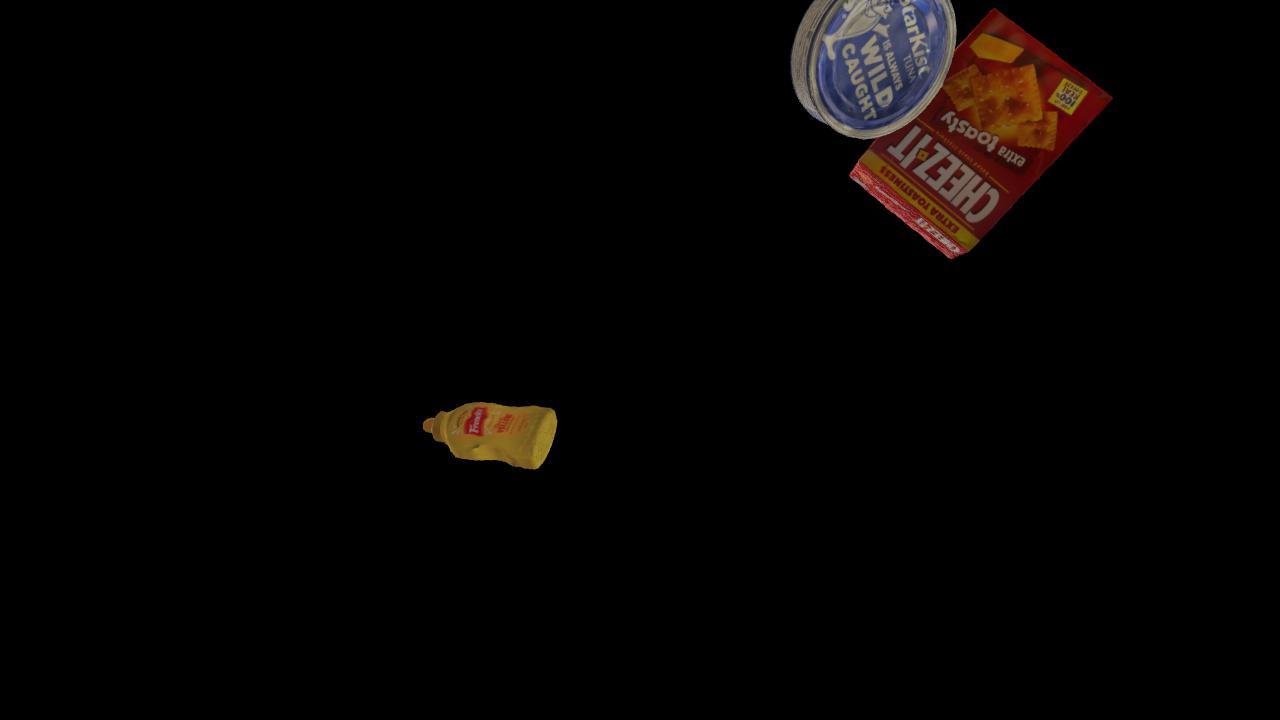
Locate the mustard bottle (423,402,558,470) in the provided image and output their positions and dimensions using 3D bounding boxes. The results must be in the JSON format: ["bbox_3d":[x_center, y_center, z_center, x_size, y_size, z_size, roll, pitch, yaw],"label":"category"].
[{"bbox_3d":[-0.213,0.098,0.841,0.184,0.092,0.054,5,-40,14],"label":"mustard bottle"}]

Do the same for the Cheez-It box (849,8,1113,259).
[{"bbox_3d":[0.382,-0.255,0.711,0.166,0.223,0.071,42,7,6],"label":"Cheez-It box"}]

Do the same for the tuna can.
[{"bbox_3d":[0.129,-0.171,0.345,0.084,0.084,0.034,0,33,-12],"label":"tuna can"}]
